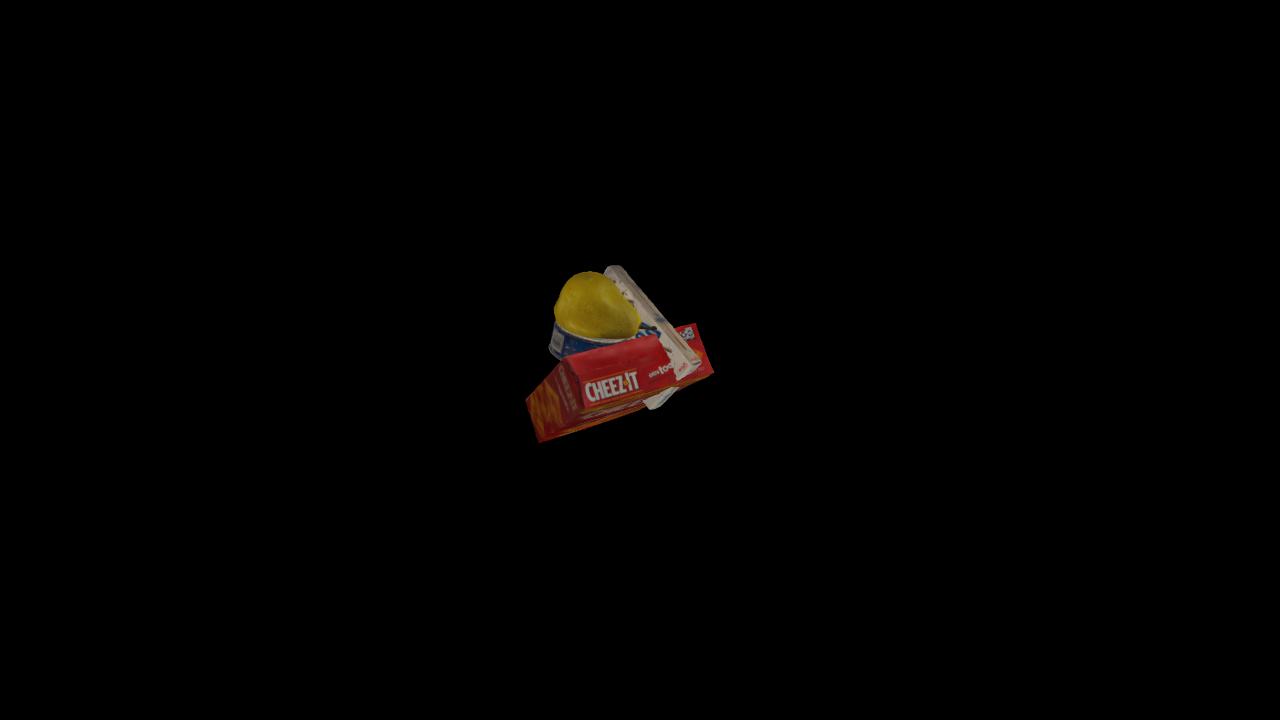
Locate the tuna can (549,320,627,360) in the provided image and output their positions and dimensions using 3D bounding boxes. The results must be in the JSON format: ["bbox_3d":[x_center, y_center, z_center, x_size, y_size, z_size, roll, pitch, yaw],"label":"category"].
[{"bbox_3d":[-0.058,-0.021,0.687,0.084,0.034,0.084,13,21,-5],"label":"tuna can"}]

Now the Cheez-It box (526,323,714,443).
[{"bbox_3d":[-0.035,0.033,0.757,0.166,0.071,0.223,-16,-9,-26],"label":"Cheez-It box"}]

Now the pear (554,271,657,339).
[{"bbox_3d":[-0.037,-0.046,0.677,0.111,0.080,0.080,30,3,5],"label":"pear"}]

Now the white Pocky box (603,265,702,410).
[{"bbox_3d":[-0.005,-0.027,0.708,0.028,0.154,0.084,-16,-28,-53],"label":"white Pocky box"}]
